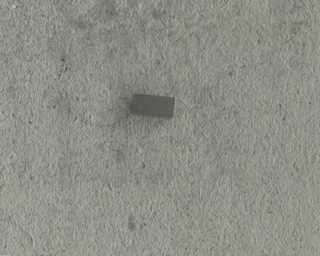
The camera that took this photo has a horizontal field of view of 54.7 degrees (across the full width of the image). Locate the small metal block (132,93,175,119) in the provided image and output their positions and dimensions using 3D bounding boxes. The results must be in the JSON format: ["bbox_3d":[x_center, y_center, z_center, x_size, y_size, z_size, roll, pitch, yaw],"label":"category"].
[{"bbox_3d":[-0.008,-0.027,0.398,0.050,0.050,0.025,5,90,-1],"label":"small metal block"}]
